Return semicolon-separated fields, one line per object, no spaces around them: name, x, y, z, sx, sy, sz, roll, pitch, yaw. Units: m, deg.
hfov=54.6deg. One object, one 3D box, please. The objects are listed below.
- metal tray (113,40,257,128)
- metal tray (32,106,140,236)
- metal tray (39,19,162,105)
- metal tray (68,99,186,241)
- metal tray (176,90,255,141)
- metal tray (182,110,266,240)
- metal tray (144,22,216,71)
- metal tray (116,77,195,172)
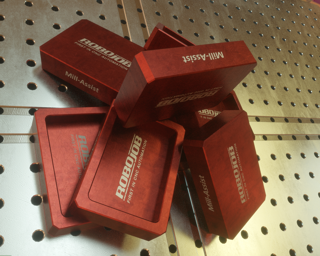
metal tray;0.025;-0.046;0.325;0.131;0.090;0.030;-14;69;-29
metal tray;-0.082;0.040;0.337;0.091;0.030;0.130;-4;63;-31
metal tray;-0.071;-0.083;0.395;0.130;0.030;0.090;29;51;10
metal tray;-0.028;0.040;0.326;0.090;0.030;0.130;24;53;-13
metal tray;0.073;-0.020;0.432;0.131;0.030;0.090;6;58;-45
metal tray;0.082;0.054;0.373;0.091;0.030;0.129;-33;113;-37
metal tray;0.028;-0.112;0.444;0.090;0.030;0.130;29;19;-9
metal tray;-0.008;-0.007;0.404;0.091;0.030;0.130;-4;61;-32
